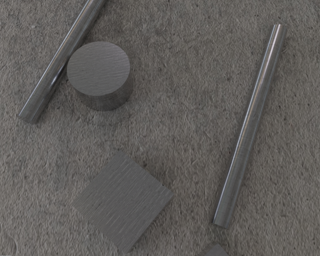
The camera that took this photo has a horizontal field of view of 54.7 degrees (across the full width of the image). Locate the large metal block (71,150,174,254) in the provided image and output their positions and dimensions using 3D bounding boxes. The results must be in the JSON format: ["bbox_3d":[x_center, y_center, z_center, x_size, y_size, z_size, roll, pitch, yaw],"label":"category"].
[{"bbox_3d":[-0.041,0.086,0.363,0.080,0.050,0.080,38,74,12],"label":"large metal block"}]

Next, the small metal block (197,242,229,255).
[{"bbox_3d":[0.067,0.154,0.339,0.025,0.050,0.050,-39,75,-13],"label":"small metal block"}]

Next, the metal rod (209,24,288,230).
[{"bbox_3d":[0.123,-0.015,0.414,0.025,0.025,0.300,20,71,7],"label":"metal rod"}]

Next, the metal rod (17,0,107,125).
[{"bbox_3d":[-0.122,-0.141,0.458,0.025,0.025,0.300,21,71,7],"label":"metal rod"}]

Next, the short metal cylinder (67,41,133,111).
[{"bbox_3d":[-0.079,-0.069,0.419,0.081,0.050,0.080,0,70,0],"label":"short metal cylinder"}]
